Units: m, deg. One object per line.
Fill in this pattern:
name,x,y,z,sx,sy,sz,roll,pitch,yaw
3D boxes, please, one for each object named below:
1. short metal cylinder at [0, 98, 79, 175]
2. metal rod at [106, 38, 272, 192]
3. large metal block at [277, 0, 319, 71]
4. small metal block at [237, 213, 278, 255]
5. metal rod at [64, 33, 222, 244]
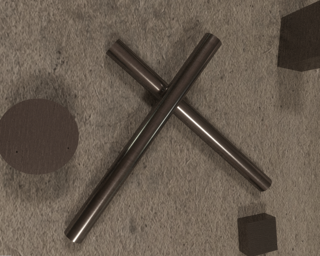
short metal cylinder,-0.135,0.009,0.346,0.081,0.050,0.079,0,90,-21
metal rod,0.050,-0.008,0.428,0.300,0.025,0.025,41,77,-16
large metal block,0.228,-0.134,0.466,0.050,0.080,0.080,6,88,-20
small metal block,0.146,0.160,0.465,0.050,0.025,0.050,-5,92,-20
metal rod,-0.018,0.009,0.383,0.025,0.025,0.300,37,85,-17
